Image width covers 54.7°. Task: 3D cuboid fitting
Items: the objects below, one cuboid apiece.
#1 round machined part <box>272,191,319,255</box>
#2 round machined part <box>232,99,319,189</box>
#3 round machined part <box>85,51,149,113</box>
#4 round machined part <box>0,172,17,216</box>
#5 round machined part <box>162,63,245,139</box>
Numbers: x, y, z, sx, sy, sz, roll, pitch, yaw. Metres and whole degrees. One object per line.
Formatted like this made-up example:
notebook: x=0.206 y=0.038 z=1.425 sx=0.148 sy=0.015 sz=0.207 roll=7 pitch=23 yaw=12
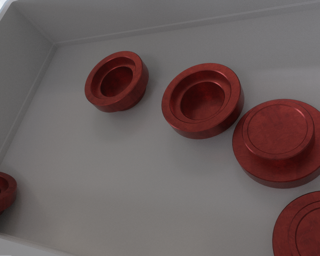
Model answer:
round machined part: x=0.145 y=0.099 z=0.258 sx=0.098 sy=0.042 sz=0.098 roll=-13 pitch=56 yaw=21
round machined part: x=0.124 y=0.010 z=0.323 sx=0.098 sy=0.042 sz=0.098 roll=-13 pitch=56 yaw=21
round machined part: x=-0.060 y=-0.064 z=0.466 sx=0.098 sy=0.042 sz=0.098 roll=-13 pitch=56 yaw=21
round machined part: x=-0.262 y=0.102 z=0.447 sx=0.098 sy=0.099 sz=0.042 roll=24 pitch=111 yaw=36
round machined part: x=0.055 y=-0.029 z=0.384 sx=0.098 sy=0.042 sz=0.098 roll=-13 pitch=56 yaw=21
